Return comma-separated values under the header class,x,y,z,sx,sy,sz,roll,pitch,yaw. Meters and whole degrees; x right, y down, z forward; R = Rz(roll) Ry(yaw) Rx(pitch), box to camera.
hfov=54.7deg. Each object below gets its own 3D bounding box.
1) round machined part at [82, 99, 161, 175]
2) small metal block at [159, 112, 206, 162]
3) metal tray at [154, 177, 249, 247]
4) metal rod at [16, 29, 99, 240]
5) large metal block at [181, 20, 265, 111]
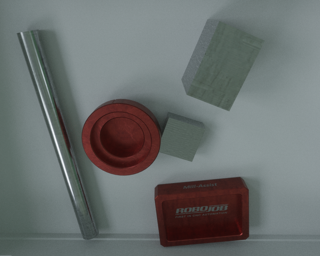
class,x,y,z,sx,sy,sz,roll,pitch,yaw
round machined part,-0.047,0.009,0.403,0.099,0.042,0.097,1,110,3
small metal block,0.027,0.012,0.416,0.050,0.025,0.050,17,109,-7
metal tray,0.062,0.124,0.455,0.131,0.030,0.089,-6,110,1
metal rod,-0.131,0.023,0.417,0.025,0.025,0.298,-10,110,3
large metal block,0.066,-0.075,0.355,0.050,0.080,0.079,21,109,-8
